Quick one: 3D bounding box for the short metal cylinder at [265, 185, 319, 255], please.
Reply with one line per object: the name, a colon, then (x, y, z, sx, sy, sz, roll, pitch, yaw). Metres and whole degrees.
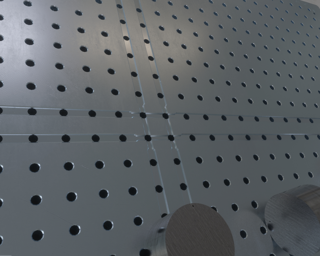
short metal cylinder: (0.185, 0.118, 0.400, 0.050, 0.080, 0.080, -8, 66, -32)

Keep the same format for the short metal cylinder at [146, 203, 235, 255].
short metal cylinder: (0.031, 0.127, 0.331, 0.081, 0.050, 0.080, 14, 56, -21)
